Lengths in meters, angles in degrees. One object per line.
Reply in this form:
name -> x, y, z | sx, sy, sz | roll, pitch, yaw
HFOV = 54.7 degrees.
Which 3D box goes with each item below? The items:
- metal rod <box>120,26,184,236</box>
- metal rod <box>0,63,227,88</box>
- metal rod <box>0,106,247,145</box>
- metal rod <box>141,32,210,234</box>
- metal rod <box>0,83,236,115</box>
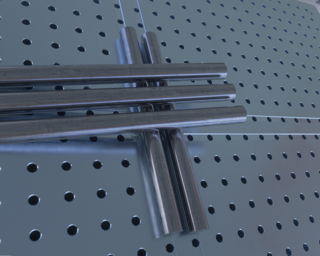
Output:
metal rod -> -0.017, -0.014, 0.409 | 0.025, 0.025, 0.299 | 1, 61, -28
metal rod -> -0.047, -0.070, 0.400 | 0.303, 0.025, 0.025 | -6, 65, -22
metal rod -> -0.029, -0.007, 0.371 | 0.303, 0.025, 0.025 | -5, 64, -21
metal rod -> 0.014, -0.011, 0.424 | 0.025, 0.025, 0.299 | 1, 61, -28
metal rod -> -0.038, -0.038, 0.386 | 0.303, 0.025, 0.025 | -5, 64, -22
